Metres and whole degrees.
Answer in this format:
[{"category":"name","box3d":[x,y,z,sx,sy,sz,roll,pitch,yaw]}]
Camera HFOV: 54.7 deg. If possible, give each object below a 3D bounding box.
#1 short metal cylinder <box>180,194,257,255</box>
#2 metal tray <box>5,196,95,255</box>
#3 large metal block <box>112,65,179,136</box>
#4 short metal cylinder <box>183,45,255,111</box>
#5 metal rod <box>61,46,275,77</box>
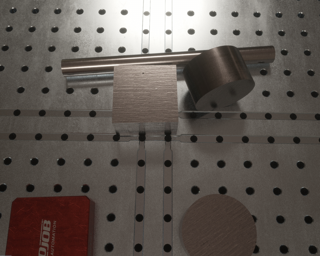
[{"category":"short metal cylinder","box3d":[0.064,0.119,0.356,0.081,0.050,0.080,0,70,-1]},{"category":"metal tray","box3d":[-0.125,0.146,0.354,0.091,0.030,0.130,-1,70,-1]},{"category":"large metal block","box3d":[-0.019,-0.036,0.411,0.081,0.050,0.080,-1,70,-1]},{"category":"short metal cylinder","box3d":[0.076,-0.063,0.407,0.081,0.080,0.050,-17,71,-6]},{"category":"metal rod","box3d":[0.013,-0.097,0.447,0.302,0.025,0.025,-4,70,-2]}]
